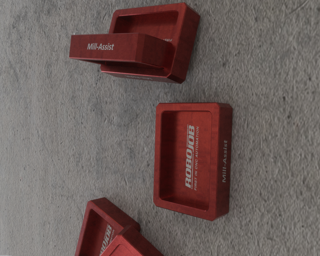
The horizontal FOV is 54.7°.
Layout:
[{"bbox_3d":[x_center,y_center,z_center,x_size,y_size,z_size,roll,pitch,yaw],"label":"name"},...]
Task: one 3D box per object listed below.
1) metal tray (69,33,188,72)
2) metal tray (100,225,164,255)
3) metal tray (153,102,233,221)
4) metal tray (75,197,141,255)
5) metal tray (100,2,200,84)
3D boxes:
[{"bbox_3d":[-0.041,-0.095,0.396,0.130,0.091,0.030,13,98,39],"label":"metal tray"},{"bbox_3d":[-0.050,0.206,0.413,0.090,0.030,0.129,40,108,10],"label":"metal tray"},{"bbox_3d":[0.037,0.035,0.371,0.090,0.030,0.129,3,92,40],"label":"metal tray"},{"bbox_3d":[-0.085,0.184,0.471,0.090,0.030,0.129,26,106,37],"label":"metal tray"},{"bbox_3d":[-0.018,-0.110,0.405,0.130,0.030,0.090,13,90,40],"label":"metal tray"}]
